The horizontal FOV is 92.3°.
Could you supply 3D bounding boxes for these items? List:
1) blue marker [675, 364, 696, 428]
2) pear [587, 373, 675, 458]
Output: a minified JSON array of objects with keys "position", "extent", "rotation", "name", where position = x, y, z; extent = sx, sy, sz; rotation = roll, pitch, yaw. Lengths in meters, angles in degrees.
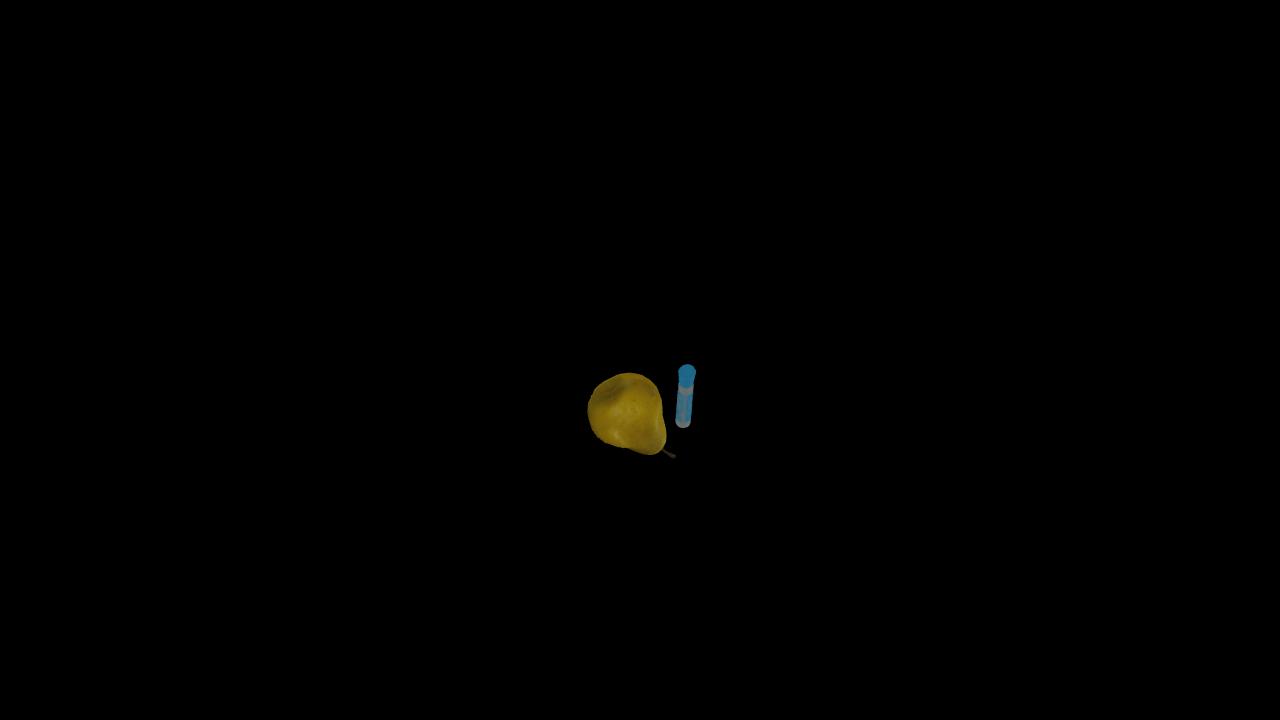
[{"position":[0.051,0.042,0.699],"extent":[0.020,0.020,0.121],"rotation":[0,-33,2],"name":"blue marker"},{"position":[-0.005,0.069,0.646],"extent":[0.080,0.111,0.080],"rotation":[-23,28,13],"name":"pear"}]
